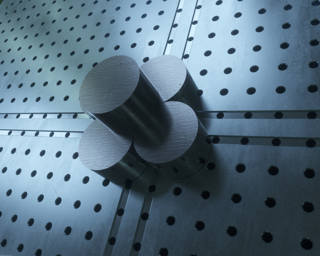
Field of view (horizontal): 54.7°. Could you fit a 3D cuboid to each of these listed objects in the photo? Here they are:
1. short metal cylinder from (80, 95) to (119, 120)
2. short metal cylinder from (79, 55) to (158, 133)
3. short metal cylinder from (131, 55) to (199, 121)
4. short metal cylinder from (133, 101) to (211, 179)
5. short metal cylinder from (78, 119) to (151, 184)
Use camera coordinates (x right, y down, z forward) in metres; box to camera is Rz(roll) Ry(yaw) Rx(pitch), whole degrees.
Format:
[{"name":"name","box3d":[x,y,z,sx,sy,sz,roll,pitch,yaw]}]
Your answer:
[{"name":"short metal cylinder","box3d":[-0.067,-0.039,0.449,0.080,0.050,0.080,-13,56,20]},{"name":"short metal cylinder","box3d":[-0.049,-0.040,0.374,0.080,0.050,0.080,-12,58,20]},{"name":"short metal cylinder","box3d":[0.007,-0.051,0.418,0.080,0.050,0.080,-13,56,20]},{"name":"short metal cylinder","box3d":[0.016,0.015,0.373,0.080,0.050,0.080,-13,56,20]},{"name":"short metal cylinder","box3d":[-0.058,0.026,0.404,0.080,0.050,0.080,-13,56,20]}]
